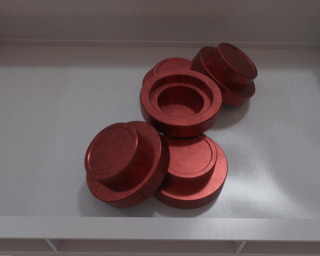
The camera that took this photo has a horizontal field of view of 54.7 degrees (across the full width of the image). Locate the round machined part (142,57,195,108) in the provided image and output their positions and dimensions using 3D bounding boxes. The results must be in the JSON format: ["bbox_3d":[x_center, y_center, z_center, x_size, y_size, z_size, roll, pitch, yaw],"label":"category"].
[{"bbox_3d":[0.024,-0.065,0.446,0.099,0.042,0.098,0,50,0],"label":"round machined part"}]

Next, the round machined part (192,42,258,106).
[{"bbox_3d":[0.097,-0.081,0.434,0.099,0.042,0.098,22,43,-22],"label":"round machined part"}]

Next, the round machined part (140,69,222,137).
[{"bbox_3d":[0.025,-0.026,0.386,0.099,0.042,0.098,0,50,0],"label":"round machined part"}]

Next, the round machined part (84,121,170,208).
[{"bbox_3d":[-0.042,0.033,0.336,0.098,0.042,0.098,-18,50,23],"label":"round machined part"}]

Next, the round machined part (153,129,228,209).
[{"bbox_3d":[0.030,0.040,0.359,0.099,0.042,0.098,0,50,0],"label":"round machined part"}]
